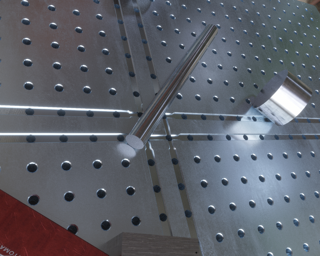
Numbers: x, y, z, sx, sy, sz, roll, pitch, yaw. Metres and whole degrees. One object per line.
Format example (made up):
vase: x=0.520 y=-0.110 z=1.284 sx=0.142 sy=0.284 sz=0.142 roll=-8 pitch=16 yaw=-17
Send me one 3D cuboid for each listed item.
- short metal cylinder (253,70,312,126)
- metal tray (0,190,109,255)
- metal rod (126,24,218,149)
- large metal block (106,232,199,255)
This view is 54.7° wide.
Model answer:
short metal cylinder: x=0.202 y=-0.050 z=0.515 sx=0.050 sy=0.080 sz=0.080 roll=37 pitch=51 yaw=-4
metal tray: x=-0.121 y=0.123 z=0.266 sx=0.130 sy=0.030 sz=0.090 roll=34 pitch=51 yaw=-6
metal rod: x=0.032 y=-0.081 z=0.476 sx=0.025 sy=0.025 sz=0.301 roll=36 pitch=51 yaw=-5
large metal block: x=-0.008 y=0.150 z=0.298 sx=0.081 sy=0.050 sz=0.080 roll=13 pitch=56 yaw=-22
